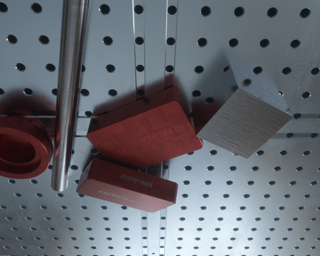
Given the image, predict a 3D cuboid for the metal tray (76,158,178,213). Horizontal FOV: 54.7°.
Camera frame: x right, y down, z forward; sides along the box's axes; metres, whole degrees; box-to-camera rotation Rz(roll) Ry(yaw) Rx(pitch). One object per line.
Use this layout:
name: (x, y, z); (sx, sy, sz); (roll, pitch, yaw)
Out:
metal tray: (-0.050, 0.090, 0.463); (0.131, 0.030, 0.090); (20, 150, -17)

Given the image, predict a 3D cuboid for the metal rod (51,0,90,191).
metal rod: (-0.119, -0.020, 0.392); (0.025, 0.025, 0.298); (11, 129, -10)

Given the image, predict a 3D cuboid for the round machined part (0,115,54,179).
round machined part: (-0.193, 0.021, 0.416); (0.099, 0.042, 0.097); (-1, 130, 0)

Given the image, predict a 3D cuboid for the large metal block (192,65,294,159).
large metal block: (0.098, -0.018, 0.382); (0.080, 0.050, 0.080); (24, 126, -20)

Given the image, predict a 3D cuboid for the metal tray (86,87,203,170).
metal tray: (-0.019, 0.008, 0.415); (0.130, 0.030, 0.090); (-20, 128, 16)
